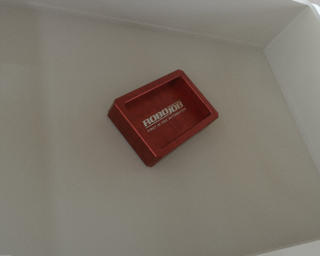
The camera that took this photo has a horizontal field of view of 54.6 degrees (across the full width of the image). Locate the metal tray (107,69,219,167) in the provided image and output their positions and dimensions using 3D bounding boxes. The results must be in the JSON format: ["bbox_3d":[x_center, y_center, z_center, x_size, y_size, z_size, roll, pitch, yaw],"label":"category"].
[{"bbox_3d":[0.008,-0.018,0.413,0.131,0.030,0.090,-32,80,-38],"label":"metal tray"}]
